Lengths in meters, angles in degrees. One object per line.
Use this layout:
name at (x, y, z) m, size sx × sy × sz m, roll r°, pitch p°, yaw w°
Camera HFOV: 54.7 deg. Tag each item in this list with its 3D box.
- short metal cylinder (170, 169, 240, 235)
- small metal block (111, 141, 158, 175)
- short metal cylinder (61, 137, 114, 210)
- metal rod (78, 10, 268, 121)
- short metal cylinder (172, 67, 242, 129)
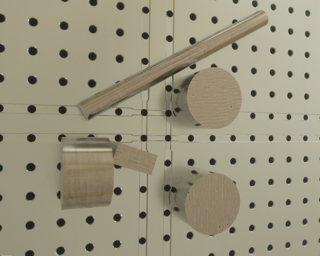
short metal cylinder at (0.060, 0.098, 0.422) m, size 0.081 × 0.050 × 0.080 m, roll 0°, pitch 90°, yaw -20°
small metal block at (-0.037, 0.036, 0.385) m, size 0.050 × 0.050 × 0.025 m, roll 20°, pitch 84°, yaw -19°
short metal cylinder at (-0.086, 0.050, 0.352) m, size 0.050 × 0.080 × 0.080 m, roll 1°, pitch 90°, yaw -20°
metal rod at (0.030, -0.093, 0.423) m, size 0.302 × 0.025 × 0.025 m, roll -31°, pitch 100°, yaw -18°
short metal cylinder at (0.063, -0.039, 0.422) m, size 0.081 × 0.050 × 0.080 m, roll 0°, pitch 90°, yaw -20°
